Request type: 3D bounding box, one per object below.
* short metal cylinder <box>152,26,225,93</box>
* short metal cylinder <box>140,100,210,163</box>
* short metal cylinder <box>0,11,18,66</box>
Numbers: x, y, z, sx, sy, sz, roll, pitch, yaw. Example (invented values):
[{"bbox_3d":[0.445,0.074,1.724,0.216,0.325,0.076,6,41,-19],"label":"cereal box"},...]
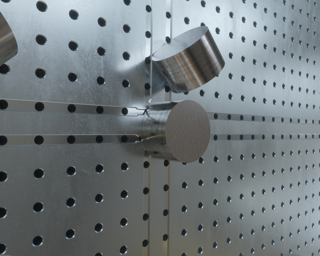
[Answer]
[{"bbox_3d":[0.037,-0.089,0.404,0.080,0.080,0.050,-48,119,-29],"label":"short metal cylinder"},{"bbox_3d":[0.021,0.004,0.410,0.081,0.050,0.079,0,90,-40],"label":"short metal cylinder"},{"bbox_3d":[-0.160,-0.075,0.238,0.050,0.080,0.080,-50,120,-28],"label":"short metal cylinder"}]
